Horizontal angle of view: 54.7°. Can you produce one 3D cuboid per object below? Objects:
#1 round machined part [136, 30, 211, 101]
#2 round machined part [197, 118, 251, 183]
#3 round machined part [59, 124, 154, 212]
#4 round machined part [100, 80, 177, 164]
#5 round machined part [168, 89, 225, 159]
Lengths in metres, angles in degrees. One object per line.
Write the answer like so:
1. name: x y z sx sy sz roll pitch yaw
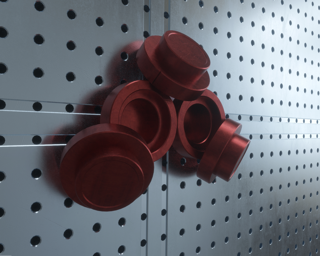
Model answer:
1. round machined part: 0.023 -0.083 0.386 0.099 0.042 0.098 23 40 -21
2. round machined part: 0.096 0.038 0.446 0.098 0.042 0.098 -50 158 -29
3. round machined part: -0.054 0.048 0.324 0.099 0.042 0.097 -6 116 -13
4. round machined part: -0.029 -0.007 0.374 0.099 0.042 0.097 0 90 -40
5. round machined part: 0.046 -0.006 0.439 0.099 0.042 0.097 0 90 -40
